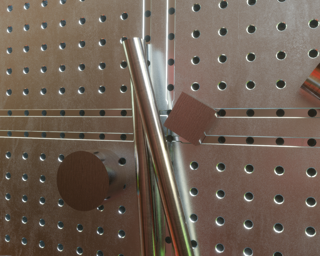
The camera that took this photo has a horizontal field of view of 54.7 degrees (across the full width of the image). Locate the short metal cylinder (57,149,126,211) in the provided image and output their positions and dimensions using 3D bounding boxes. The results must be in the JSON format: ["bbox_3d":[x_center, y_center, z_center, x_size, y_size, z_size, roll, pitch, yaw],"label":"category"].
[{"bbox_3d":[-0.095,0.070,0.433,0.080,0.050,0.080,0,90,19],"label":"short metal cylinder"}]

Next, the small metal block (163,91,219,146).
[{"bbox_3d":[0.040,-0.012,0.398,0.050,0.025,0.050,33,100,17],"label":"small metal block"}]

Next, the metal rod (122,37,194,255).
[{"bbox_3d":[-0.001,0.034,0.398,0.025,0.025,0.298,-14,91,19],"label":"metal rod"}]

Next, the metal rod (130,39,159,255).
[{"bbox_3d":[-0.022,0.030,0.420,0.025,0.025,0.298,-4,89,20],"label":"metal rod"}]

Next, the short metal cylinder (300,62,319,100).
[{"bbox_3d":[0.191,-0.060,0.316,0.050,0.080,0.080,39,102,16],"label":"short metal cylinder"}]
